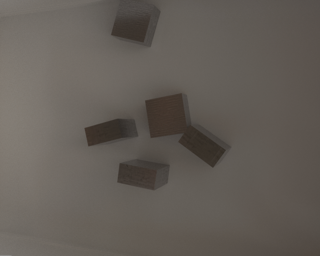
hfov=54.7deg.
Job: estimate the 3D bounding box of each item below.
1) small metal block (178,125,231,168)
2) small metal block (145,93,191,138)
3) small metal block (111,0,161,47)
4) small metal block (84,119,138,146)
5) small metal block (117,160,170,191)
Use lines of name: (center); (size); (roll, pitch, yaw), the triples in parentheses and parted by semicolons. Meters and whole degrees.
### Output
small metal block: (0.056, 0.020, 0.377); (0.050, 0.050, 0.025); (37, 102, 16)
small metal block: (0.012, -0.015, 0.406); (0.050, 0.025, 0.050); (-10, 87, 19)
small metal block: (-0.033, -0.143, 0.422); (0.050, 0.025, 0.050); (18, 96, 19)
small metal block: (-0.065, 0.006, 0.420); (0.050, 0.050, 0.025); (-14, 85, 19)
small metal block: (-0.020, 0.060, 0.404); (0.050, 0.050, 0.025); (8, 93, 20)
